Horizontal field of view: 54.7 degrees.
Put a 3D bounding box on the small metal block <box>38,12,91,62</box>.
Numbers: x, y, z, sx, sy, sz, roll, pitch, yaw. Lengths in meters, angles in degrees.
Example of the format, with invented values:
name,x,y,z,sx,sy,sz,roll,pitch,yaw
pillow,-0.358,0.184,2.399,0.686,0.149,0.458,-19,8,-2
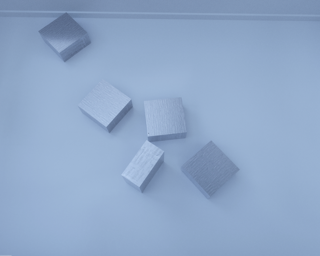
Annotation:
name,x,y,z,sx,sy,sz,roll,pitch,yaw
small metal block,-0.140,-0.134,0.458,0.050,0.025,0.050,-41,75,-14

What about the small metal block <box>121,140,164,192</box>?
name,x,y,z,sx,sy,sz,roll,pitch,yaw
small metal block,-0.019,0.048,0.378,0.025,0.050,0.050,32,73,11

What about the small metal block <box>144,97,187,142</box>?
name,x,y,z,sx,sy,sz,roll,pitch,yaw
small metal block,0.007,-0.011,0.413,0.050,0.025,0.050,-6,70,-3

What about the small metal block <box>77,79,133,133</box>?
name,x,y,z,sx,sy,sz,roll,pitch,yaw
small metal block,-0.073,-0.030,0.420,0.050,0.025,0.050,36,74,12

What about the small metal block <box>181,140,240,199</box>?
name,x,y,z,sx,sy,sz,roll,pitch,yaw
small metal block,0.062,0.053,0.391,0.050,0.025,0.050,-39,75,-13
